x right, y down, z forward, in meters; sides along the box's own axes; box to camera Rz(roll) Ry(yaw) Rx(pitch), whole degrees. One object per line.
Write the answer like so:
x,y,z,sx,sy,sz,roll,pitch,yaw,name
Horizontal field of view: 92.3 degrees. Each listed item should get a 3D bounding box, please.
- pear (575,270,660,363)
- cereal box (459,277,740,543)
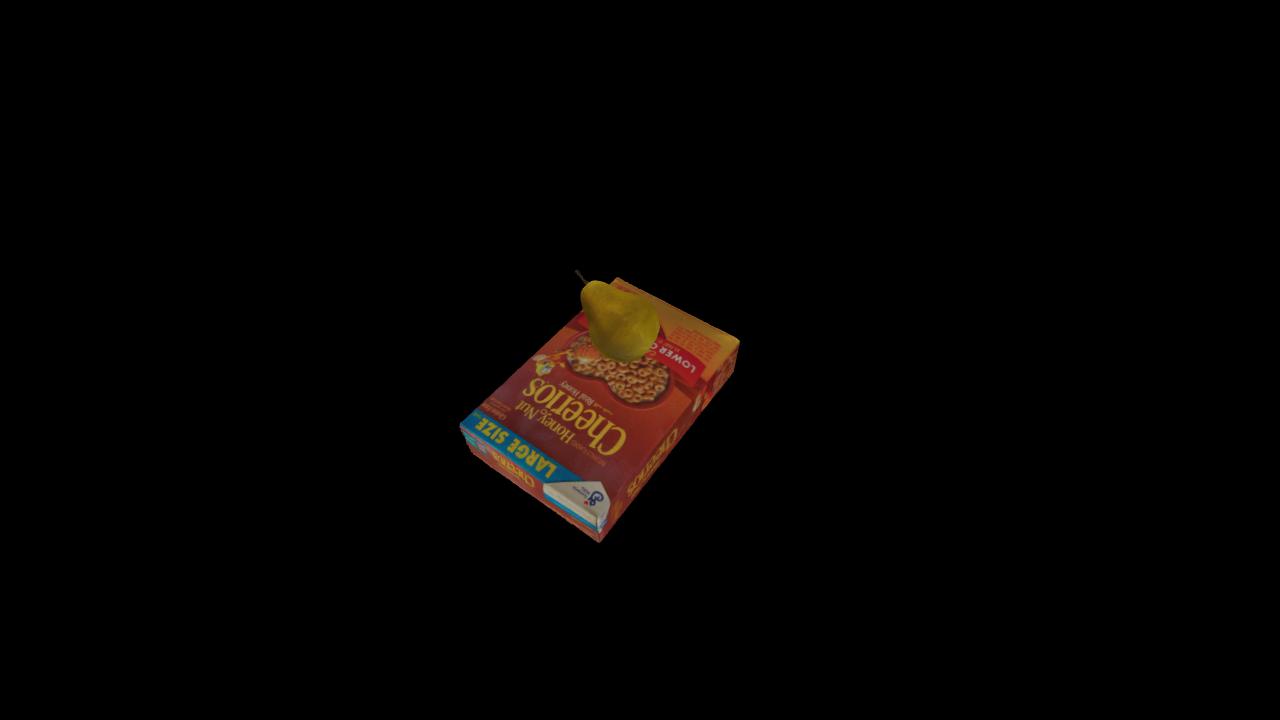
-0.032,-0.051,0.660,0.111,0.080,0.080,42,-15,-18,pear
-0.039,0.045,0.766,0.203,0.081,0.306,30,56,21,cereal box
